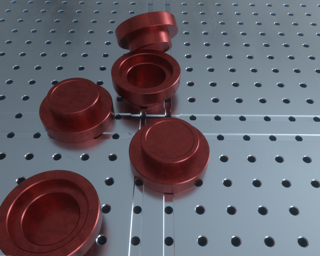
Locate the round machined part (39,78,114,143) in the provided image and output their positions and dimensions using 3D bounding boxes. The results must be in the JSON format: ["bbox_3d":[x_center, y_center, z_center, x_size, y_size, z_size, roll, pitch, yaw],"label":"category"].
[{"bbox_3d":[-0.114,-0.031,0.421,0.099,0.042,0.098,0,50,0],"label":"round machined part"}]

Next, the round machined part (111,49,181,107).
[{"bbox_3d":[-0.020,-0.069,0.454,0.099,0.042,0.098,0,50,0],"label":"round machined part"}]

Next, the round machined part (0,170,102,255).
[{"bbox_3d":[-0.108,0.095,0.315,0.099,0.042,0.098,0,50,0],"label":"round machined part"}]

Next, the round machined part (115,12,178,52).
[{"bbox_3d":[-0.018,-0.142,0.492,0.099,0.098,0.042,-13,87,-11],"label":"round machined part"}]

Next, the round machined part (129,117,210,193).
[{"bbox_3d":[0.012,0.025,0.376,0.099,0.042,0.098,1,50,0],"label":"round machined part"}]
